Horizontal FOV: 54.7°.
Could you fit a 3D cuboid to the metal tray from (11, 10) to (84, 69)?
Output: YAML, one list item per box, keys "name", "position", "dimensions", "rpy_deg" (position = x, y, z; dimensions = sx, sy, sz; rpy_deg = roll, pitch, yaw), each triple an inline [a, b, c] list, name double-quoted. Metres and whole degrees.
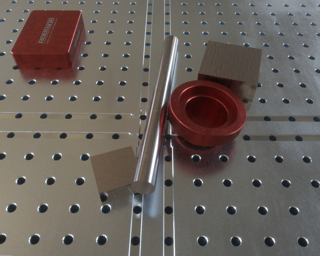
- name: "metal tray"
  position: [-0.188, -0.155, 0.532]
  dimensions: [0.091, 0.030, 0.130]
  rpy_deg: [0, 50, 0]

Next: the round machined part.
- name: "round machined part"
  position: [0.058, -0.015, 0.404]
  dimensions: [0.099, 0.042, 0.098]
  rpy_deg: [5, 49, -6]

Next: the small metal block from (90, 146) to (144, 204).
- name: "small metal block"
  position: [-0.050, 0.054, 0.362]
  dimensions: [0.050, 0.025, 0.050]
  rpy_deg: [-15, 52, -12]

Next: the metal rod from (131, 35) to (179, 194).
- name: "metal rod"
  position: [0.001, -0.043, 0.427]
  dimensions: [0.025, 0.025, 0.300]
  rpy_deg: [6, 45, 4]

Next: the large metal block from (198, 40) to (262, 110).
- name: "large metal block"
  position: [0.102, -0.080, 0.460]
  dimensions: [0.080, 0.050, 0.080]
  rpy_deg: [12, 51, 10]
